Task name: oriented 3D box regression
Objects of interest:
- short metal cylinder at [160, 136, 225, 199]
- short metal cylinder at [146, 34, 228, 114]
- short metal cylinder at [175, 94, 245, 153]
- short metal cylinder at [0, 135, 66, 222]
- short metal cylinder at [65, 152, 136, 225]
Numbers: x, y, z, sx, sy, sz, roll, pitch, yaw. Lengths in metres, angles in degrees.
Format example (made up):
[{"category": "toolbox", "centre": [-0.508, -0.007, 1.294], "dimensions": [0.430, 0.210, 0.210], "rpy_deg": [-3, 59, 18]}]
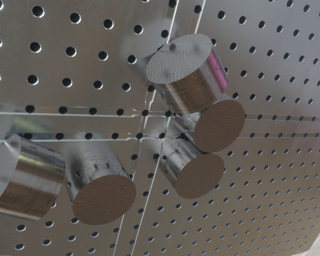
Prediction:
[{"category": "short metal cylinder", "centre": [0.047, 0.058, 0.459], "dimensions": [0.081, 0.050, 0.079], "rpy_deg": [-14, 124, -21]}, {"category": "short metal cylinder", "centre": [0.031, -0.062, 0.356], "dimensions": [0.080, 0.080, 0.050], "rpy_deg": [-39, 130, -2]}, {"category": "short metal cylinder", "centre": [0.069, -0.013, 0.427], "dimensions": [0.081, 0.050, 0.079], "rpy_deg": [-14, 125, -21]}, {"category": "short metal cylinder", "centre": [-0.146, 0.054, 0.330], "dimensions": [0.050, 0.080, 0.080], "rpy_deg": [31, 101, -38]}, {"category": "short metal cylinder", "centre": [-0.078, 0.078, 0.402], "dimensions": [0.081, 0.050, 0.079], "rpy_deg": [-14, 125, -21]}]
